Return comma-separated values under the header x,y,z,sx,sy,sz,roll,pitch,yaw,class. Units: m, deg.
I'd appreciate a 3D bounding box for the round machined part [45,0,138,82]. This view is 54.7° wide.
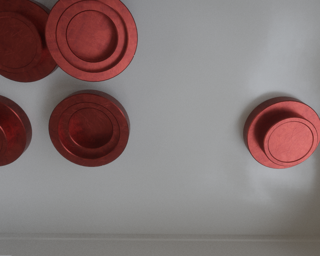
x,y,z,sx,sy,sz,roll,pitch,yaw,class
-0.078,-0.105,0.355,0.099,0.042,0.097,-5,110,-14,round machined part

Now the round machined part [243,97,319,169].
x,y,z,sx,sy,sz,roll,pitch,yaw,class
0.164,0.011,0.408,0.099,0.042,0.097,0,110,0,round machined part

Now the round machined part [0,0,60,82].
x,y,z,sx,sy,sz,roll,pitch,yaw,class
-0.165,-0.101,0.363,0.099,0.042,0.097,0,110,0,round machined part

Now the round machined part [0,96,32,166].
x,y,z,sx,sy,sz,roll,pitch,yaw,class
-0.224,0.008,0.403,0.099,0.042,0.097,0,110,0,round machined part

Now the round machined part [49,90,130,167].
x,y,z,sx,sy,sz,roll,pitch,yaw,class
-0.088,-0.002,0.400,0.099,0.042,0.097,0,110,0,round machined part
